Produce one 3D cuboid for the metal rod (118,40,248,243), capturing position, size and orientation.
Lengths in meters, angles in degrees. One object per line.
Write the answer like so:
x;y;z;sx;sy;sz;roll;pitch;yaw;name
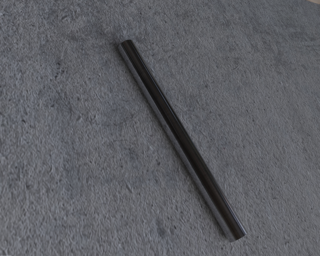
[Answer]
0.022;0.006;0.411;0.025;0.025;0.299;-19;72;-35;metal rod
